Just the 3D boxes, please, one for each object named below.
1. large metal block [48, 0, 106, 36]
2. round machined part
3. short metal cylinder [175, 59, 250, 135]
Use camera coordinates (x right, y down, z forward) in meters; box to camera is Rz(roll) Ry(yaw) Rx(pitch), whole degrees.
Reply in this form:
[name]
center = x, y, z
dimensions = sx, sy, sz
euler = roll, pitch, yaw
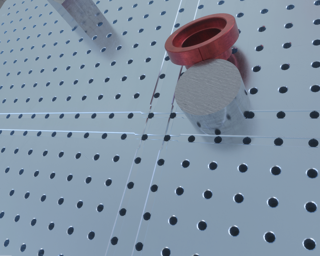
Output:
[large metal block]
center = -0.167, -0.237, 0.606
dimensions = 0.050, 0.080, 0.080
euler = -49, 52, -6
[round machined part]
center = 0.060, -0.112, 0.423
dimensions = 0.098, 0.042, 0.098
euler = -19, 35, 14
[short metal cylinder]
center = 0.065, -0.038, 0.381
dimensions = 0.080, 0.050, 0.080
euler = -13, 56, 21
